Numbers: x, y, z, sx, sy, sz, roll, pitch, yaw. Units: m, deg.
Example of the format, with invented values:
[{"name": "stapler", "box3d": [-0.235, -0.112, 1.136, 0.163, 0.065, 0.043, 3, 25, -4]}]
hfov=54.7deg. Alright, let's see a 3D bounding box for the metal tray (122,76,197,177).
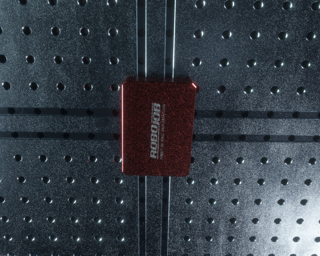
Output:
[{"name": "metal tray", "box3d": [-0.003, 0.000, 0.410, 0.091, 0.030, 0.129, 2, 110, -1]}]
